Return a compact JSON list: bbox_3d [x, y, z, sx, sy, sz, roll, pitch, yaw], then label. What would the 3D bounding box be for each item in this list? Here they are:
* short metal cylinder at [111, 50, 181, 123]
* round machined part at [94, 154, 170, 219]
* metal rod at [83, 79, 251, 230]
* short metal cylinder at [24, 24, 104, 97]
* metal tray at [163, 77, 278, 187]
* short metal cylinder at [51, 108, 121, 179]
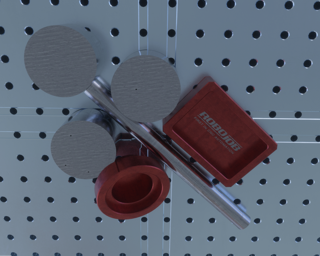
[{"bbox_3d":[-0.016,-0.052,0.380,0.081,0.050,0.079,0,110,0],"label":"short metal cylinder"},{"bbox_3d":[-0.039,0.075,0.420,0.099,0.042,0.097,-11,127,-15],"label":"round machined part"},{"bbox_3d":[0.019,0.044,0.430,0.300,0.025,0.025,42,105,-14],"label":"metal rod"},{"bbox_3d":[-0.111,-0.082,0.369,0.081,0.050,0.079,0,110,0],"label":"short metal cylinder"},{"bbox_3d":[0.078,0.008,0.413,0.130,0.030,0.090,42,105,-14],"label":"metal tray"},{"bbox_3d":[-0.094,0.020,0.406,0.081,0.050,0.079,0,110,0],"label":"short metal cylinder"}]
